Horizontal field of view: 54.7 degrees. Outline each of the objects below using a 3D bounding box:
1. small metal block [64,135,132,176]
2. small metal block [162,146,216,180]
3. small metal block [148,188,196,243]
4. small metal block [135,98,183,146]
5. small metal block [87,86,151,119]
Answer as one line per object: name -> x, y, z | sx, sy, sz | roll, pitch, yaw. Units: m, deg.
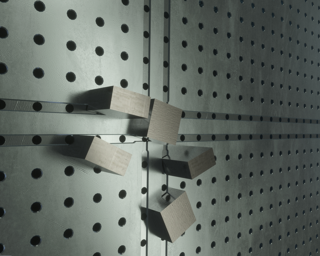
small metal block -> -0.068, 0.030, 0.338 | 0.050, 0.050, 0.025 | 32, 70, -36
small metal block -> 0.040, 0.046, 0.429 | 0.050, 0.050, 0.025 | -24, 106, -38
small metal block -> 0.018, 0.119, 0.427 | 0.050, 0.025, 0.050 | -32, 110, -36
small metal block -> -0.001, -0.007, 0.411 | 0.050, 0.025, 0.050 | 19, 78, -39
small metal block -> -0.047, -0.028, 0.355 | 0.050, 0.050, 0.025 | 13, 82, -40
